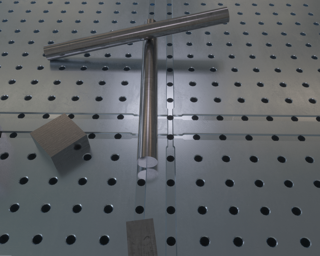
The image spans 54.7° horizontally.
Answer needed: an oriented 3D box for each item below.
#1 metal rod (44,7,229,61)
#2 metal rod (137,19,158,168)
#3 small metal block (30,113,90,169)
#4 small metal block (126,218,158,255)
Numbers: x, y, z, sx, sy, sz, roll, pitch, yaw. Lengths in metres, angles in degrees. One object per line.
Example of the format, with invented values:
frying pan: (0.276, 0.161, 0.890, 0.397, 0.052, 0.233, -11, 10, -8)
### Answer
metal rod: (-0.039, -0.153, 0.506, 0.302, 0.025, 0.025, -11, 51, 2)
metal rod: (-0.016, -0.074, 0.469, 0.025, 0.025, 0.300, 0, 50, 0)
small metal block: (-0.126, 0.015, 0.394, 0.050, 0.025, 0.050, -36, 59, -26)
small metal block: (-0.016, 0.120, 0.290, 0.025, 0.050, 0.050, -6, 50, -5)
